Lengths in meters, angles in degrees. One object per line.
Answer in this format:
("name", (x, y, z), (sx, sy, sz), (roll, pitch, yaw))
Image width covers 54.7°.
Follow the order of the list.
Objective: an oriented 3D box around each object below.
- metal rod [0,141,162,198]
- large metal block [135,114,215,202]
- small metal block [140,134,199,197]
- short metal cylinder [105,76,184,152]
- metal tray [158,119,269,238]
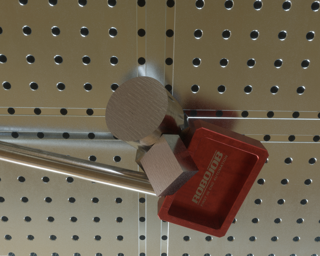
("metal rod", (-0.142, 0.043, 0.396), (0.302, 0.025, 0.025), (12, 110, 7))
("large metal block", (0.025, 0.042, 0.414), (0.080, 0.050, 0.080), (-34, 107, 11))
("small metal block", (0.009, 0.042, 0.352), (0.025, 0.050, 0.050), (4, 137, -43))
("short metal cylinder", (-0.018, -0.015, 0.372), (0.080, 0.080, 0.050), (-33, 150, 11))
("metal tray", (0.061, 0.064, 0.379), (0.091, 0.030, 0.129), (19, 109, -7))
